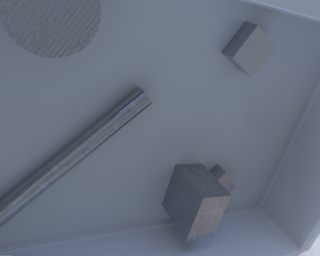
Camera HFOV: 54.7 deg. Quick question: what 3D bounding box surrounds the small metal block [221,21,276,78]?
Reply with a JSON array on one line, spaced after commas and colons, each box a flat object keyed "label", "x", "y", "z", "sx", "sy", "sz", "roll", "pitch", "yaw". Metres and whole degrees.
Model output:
[{"label": "small metal block", "x": 0.118, "y": -0.104, "z": 0.411, "sx": 0.050, "sy": 0.025, "sz": 0.050, "roll": 30, "pitch": 102, "yaw": -38}]

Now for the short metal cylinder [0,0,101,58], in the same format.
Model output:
[{"label": "short metal cylinder", "x": -0.098, "y": -0.108, "z": 0.273, "sx": 0.081, "sy": 0.050, "sz": 0.079, "roll": -14, "pitch": 125, "yaw": -21}]

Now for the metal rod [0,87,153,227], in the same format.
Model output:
[{"label": "metal rod", "x": -0.133, "y": 0.055, "z": 0.371, "sx": 0.300, "sy": 0.025, "sz": 0.025, "roll": -39, "pitch": 130, "yaw": -2}]

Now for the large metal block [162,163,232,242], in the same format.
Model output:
[{"label": "large metal block", "x": 0.052, "y": 0.110, "z": 0.472, "sx": 0.050, "sy": 0.080, "sz": 0.079, "roll": 2, "pitch": 117, "yaw": -30}]

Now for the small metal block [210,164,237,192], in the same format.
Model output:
[{"label": "small metal block", "x": 0.095, "y": 0.097, "z": 0.523, "sx": 0.050, "sy": 0.025, "sz": 0.050, "roll": -40, "pitch": 130, "yaw": -1}]
